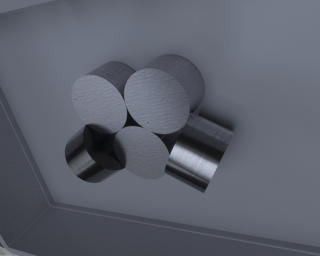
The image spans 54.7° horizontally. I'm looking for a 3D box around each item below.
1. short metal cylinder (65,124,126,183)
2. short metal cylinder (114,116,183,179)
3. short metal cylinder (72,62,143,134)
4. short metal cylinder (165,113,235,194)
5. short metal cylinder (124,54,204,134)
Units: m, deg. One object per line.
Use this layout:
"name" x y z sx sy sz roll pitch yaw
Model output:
"short metal cylinder" -0.084 0.031 0.435 0.050 0.080 0.080 -34 99 38
"short metal cylinder" -0.013 0.021 0.410 0.080 0.050 0.079 13 124 21
"short metal cylinder" -0.065 -0.039 0.401 0.080 0.050 0.079 13 124 21
"short metal cylinder" 0.047 0.029 0.364 0.050 0.080 0.079 26 128 12
"short metal cylinder" 0.006 -0.040 0.363 0.080 0.050 0.079 13 124 21
